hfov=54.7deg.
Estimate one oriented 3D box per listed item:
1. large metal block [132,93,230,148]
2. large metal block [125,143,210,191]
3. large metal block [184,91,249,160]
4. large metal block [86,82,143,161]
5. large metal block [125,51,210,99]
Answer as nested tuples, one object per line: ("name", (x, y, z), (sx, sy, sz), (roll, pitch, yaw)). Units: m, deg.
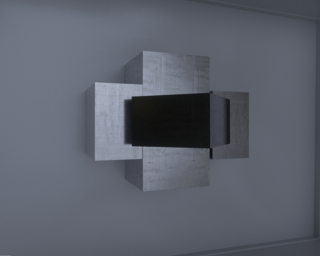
("large metal block", (0.025, -0.007, 0.329), (0.080, 0.080, 0.050), (-1, 91, -65))
("large metal block", (0.006, 0.043, 0.382), (0.081, 0.080, 0.050), (0, 90, -20))
("large metal block", (0.070, -0.004, 0.404), (0.050, 0.080, 0.080), (0, 90, -21))
("large metal block", (-0.056, -0.007, 0.360), (0.050, 0.080, 0.080), (0, 90, -20))
("large metal block", (0.006, -0.058, 0.382), (0.081, 0.080, 0.050), (0, 90, -20))
